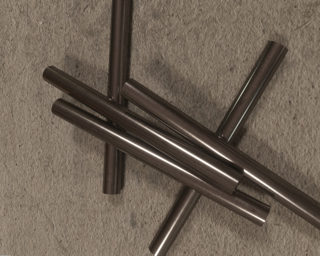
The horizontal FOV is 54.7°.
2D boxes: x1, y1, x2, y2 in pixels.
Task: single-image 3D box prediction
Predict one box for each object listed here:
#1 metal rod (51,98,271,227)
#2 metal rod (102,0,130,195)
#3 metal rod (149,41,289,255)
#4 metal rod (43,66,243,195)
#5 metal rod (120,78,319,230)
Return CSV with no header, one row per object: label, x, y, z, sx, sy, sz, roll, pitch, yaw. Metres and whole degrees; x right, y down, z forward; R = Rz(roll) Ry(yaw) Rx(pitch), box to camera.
metal rod,-0.012,0.034,0.384,0.301,0.025,0.025,26,99,17
metal rod,-0.060,-0.059,0.428,0.025,0.025,0.298,3,91,19
metal rod,0.067,0.034,0.384,0.025,0.025,0.299,32,100,17
metal rod,-0.037,-0.008,0.389,0.300,0.025,0.025,30,100,22
metal rod,0.083,0.034,0.355,0.301,0.025,0.025,34,101,7
